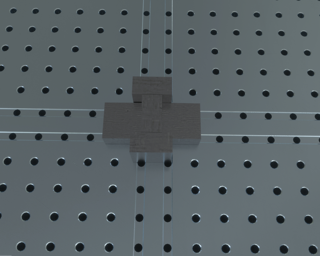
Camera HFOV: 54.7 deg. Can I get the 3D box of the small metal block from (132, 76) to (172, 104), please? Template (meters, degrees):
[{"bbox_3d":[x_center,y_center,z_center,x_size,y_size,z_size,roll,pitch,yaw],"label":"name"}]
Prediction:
[{"bbox_3d":[-0.010,-0.046,0.415,0.050,0.050,0.025,1,70,0],"label":"small metal block"}]

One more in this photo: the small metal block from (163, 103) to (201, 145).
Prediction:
[{"bbox_3d":[0.028,-0.005,0.414,0.050,0.025,0.050,1,70,0],"label":"small metal block"}]

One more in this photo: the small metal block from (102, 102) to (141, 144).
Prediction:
[{"bbox_3d":[-0.048,-0.006,0.413,0.050,0.025,0.050,1,70,0],"label":"small metal block"}]

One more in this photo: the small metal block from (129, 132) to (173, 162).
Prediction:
[{"bbox_3d":[-0.010,0.025,0.389,0.050,0.050,0.025,1,70,0],"label":"small metal block"}]

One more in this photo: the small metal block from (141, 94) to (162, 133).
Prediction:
[{"bbox_3d":[-0.010,-0.010,0.401,0.025,0.050,0.050,1,70,0],"label":"small metal block"}]
